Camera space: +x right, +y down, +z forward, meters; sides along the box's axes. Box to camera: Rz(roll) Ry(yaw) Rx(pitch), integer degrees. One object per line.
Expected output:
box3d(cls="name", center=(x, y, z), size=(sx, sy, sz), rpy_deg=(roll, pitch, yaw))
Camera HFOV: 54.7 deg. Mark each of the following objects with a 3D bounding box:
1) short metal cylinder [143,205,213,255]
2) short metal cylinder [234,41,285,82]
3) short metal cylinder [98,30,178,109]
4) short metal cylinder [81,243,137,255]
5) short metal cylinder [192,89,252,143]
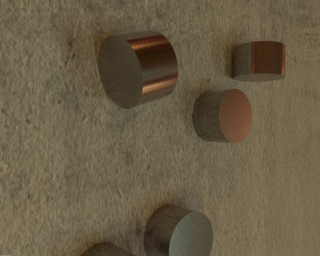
box3d(cls="short metal cylinder", center=(0.025, 0.147, 0.412), size=(0.081, 0.050, 0.079), rpy_deg=(0, 90, -40))
box3d(cls="short metal cylinder", center=(0.162, -0.107, 0.508), size=(0.081, 0.080, 0.050), rpy_deg=(1, 89, -40))
box3d(cls="short metal cylinder", center=(-0.026, -0.066, 0.349), size=(0.050, 0.080, 0.079), rpy_deg=(-22, 105, -38))
box3d(cls="short metal cylinder", center=(-0.055, 0.176, 0.344), size=(0.081, 0.050, 0.079), rpy_deg=(0, 90, -40))
box3d(cls="short metal cylinder", center=(0.096, -0.018, 0.471), size=(0.081, 0.050, 0.079), rpy_deg=(0, 90, -40))
